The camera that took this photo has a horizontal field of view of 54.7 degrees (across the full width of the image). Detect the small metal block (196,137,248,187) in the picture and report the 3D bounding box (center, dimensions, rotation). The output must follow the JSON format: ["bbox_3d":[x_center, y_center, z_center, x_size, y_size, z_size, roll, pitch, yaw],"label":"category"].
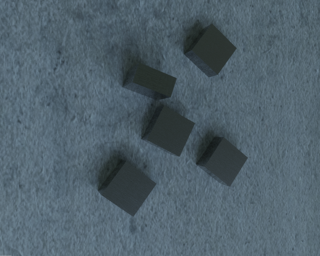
[{"bbox_3d":[0.089,0.048,0.444,0.050,0.025,0.050,39,77,-16],"label":"small metal block"}]

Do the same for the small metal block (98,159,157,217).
[{"bbox_3d":[-0.042,0.076,0.395,0.050,0.025,0.050,40,77,-16],"label":"small metal block"}]

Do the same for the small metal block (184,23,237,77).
[{"bbox_3d":[0.071,-0.108,0.436,0.050,0.025,0.050,40,77,-16],"label":"small metal block"}]

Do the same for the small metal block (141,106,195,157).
[{"bbox_3d":[0.011,0.004,0.414,0.050,0.025,0.050,29,80,-18],"label":"small metal block"}]

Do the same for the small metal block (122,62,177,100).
[{"bbox_3d":[-0.014,-0.057,0.391,0.050,0.050,0.025,19,84,-19],"label":"small metal block"}]
